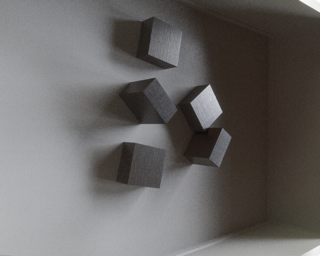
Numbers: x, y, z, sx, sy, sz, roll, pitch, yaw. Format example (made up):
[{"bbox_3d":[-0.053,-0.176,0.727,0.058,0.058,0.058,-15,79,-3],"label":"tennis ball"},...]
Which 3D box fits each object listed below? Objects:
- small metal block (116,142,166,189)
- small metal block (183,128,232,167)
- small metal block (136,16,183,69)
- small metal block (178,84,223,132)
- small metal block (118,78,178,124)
[{"bbox_3d":[-0.023,0.047,0.389,0.050,0.025,0.050,16,80,-39],"label":"small metal block"},{"bbox_3d":[0.069,0.027,0.451,0.025,0.050,0.050,42,65,-33],"label":"small metal block"},{"bbox_3d":[0.000,-0.110,0.408,0.050,0.025,0.050,14,81,-40],"label":"small metal block"},{"bbox_3d":[0.061,-0.030,0.460,0.050,0.025,0.050,-44,117,-31],"label":"small metal block"},{"bbox_3d":[-0.015,-0.031,0.380,0.025,0.050,0.050,-51,121,-28],"label":"small metal block"}]
